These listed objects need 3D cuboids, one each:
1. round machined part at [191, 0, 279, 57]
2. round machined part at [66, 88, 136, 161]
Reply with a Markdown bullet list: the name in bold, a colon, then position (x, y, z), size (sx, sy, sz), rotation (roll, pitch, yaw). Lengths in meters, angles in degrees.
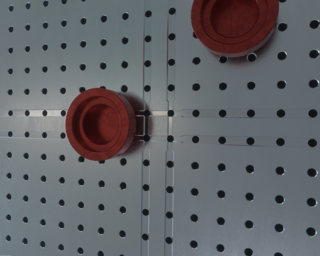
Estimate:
- **round machined part**: position (0.090, -0.133, 0.372), size (0.098, 0.042, 0.097), rotation (0, 90, 20)
- **round machined part**: position (-0.078, -0.005, 0.432), size (0.098, 0.042, 0.097), rotation (0, 90, 20)
